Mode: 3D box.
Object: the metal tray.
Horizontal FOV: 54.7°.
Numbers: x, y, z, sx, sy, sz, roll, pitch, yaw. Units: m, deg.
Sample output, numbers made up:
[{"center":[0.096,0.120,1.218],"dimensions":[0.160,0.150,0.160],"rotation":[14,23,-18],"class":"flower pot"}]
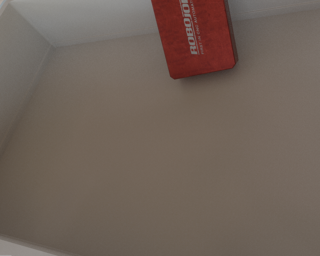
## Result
[{"center":[0.045,-0.136,0.405],"dimensions":[0.090,0.129,0.030],"rotation":[-8,18,24],"class":"metal tray"}]
